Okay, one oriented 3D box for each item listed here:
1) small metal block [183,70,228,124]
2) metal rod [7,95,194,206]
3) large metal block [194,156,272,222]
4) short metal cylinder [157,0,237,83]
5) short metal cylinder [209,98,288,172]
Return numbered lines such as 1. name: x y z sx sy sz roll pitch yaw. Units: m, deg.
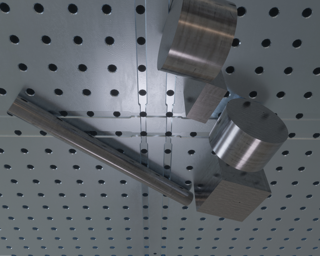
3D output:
1. small metal block: 0.051 -0.042 0.360 0.025 0.050 0.050 18 128 -15
2. metal rod: -0.068 0.043 0.447 0.301 0.025 0.025 33 123 -25
3. large metal block: 0.108 0.094 0.477 0.081 0.050 0.079 17 128 -14
4. short metal cylinder: 0.033 -0.088 0.301 0.050 0.080 0.079 13 129 -11
5. short metal cylinder: 0.108 0.008 0.383 0.081 0.080 0.050 14 129 -12
